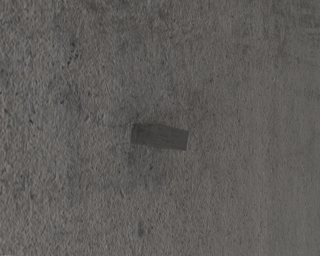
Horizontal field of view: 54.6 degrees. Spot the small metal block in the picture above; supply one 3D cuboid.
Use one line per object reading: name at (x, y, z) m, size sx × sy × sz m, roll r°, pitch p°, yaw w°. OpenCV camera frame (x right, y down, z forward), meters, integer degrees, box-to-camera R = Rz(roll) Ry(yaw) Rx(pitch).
small metal block at (-0.001, 0.011, 0.387) m, size 0.050 × 0.050 × 0.025 m, roll 14°, pitch 81°, yaw -39°
